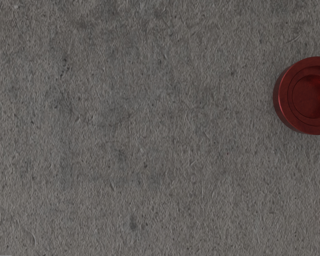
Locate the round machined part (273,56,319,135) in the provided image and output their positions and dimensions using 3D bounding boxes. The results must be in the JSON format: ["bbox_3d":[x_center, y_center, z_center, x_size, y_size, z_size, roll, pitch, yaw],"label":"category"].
[{"bbox_3d":[0.195,-0.040,0.403,0.099,0.042,0.097,0,90,0],"label":"round machined part"}]
